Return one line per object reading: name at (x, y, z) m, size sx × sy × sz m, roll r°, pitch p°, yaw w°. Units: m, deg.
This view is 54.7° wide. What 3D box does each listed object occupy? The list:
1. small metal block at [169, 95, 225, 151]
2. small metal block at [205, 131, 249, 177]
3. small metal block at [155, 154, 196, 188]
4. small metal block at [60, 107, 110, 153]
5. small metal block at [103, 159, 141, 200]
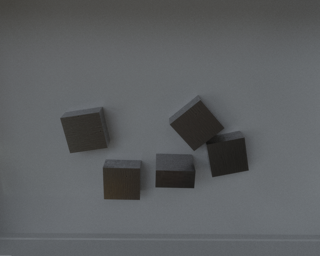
small metal block at (0.048, -0.006, 0.410) m, size 0.050 × 0.025 × 0.050 m, roll -39°, pitch 106°, yaw 13°
small metal block at (0.091, 0.036, 0.426) m, size 0.050 × 0.025 × 0.050 m, roll -11°, pitch 110°, yaw 3°
small metal block at (0.019, 0.057, 0.419) m, size 0.050 × 0.050 × 0.025 m, roll 2°, pitch 110°, yaw -1°
small metal block at (-0.098, 0.002, 0.411) m, size 0.050 × 0.025 × 0.050 m, roll -8°, pitch 110°, yaw 2°
small metal block at (-0.053, 0.073, 0.438) m, size 0.050 × 0.025 × 0.050 m, roll 1°, pitch 110°, yaw -1°
